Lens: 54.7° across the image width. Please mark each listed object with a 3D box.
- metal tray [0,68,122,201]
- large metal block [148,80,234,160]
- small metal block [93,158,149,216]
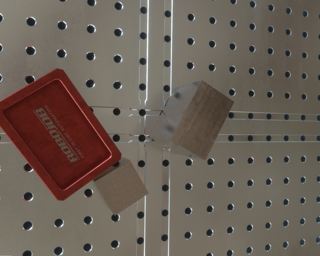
[{"bbox_3d":[-0.119,0.008,0.366,0.090,0.030,0.130,-36,102,-17],"label":"metal tray"},{"bbox_3d":[0.037,-0.009,0.398,0.050,0.080,0.080,31,80,-18],"label":"large metal block"},{"bbox_3d":[-0.051,0.074,0.395,0.050,0.025,0.050,-31,101,-18],"label":"small metal block"}]
